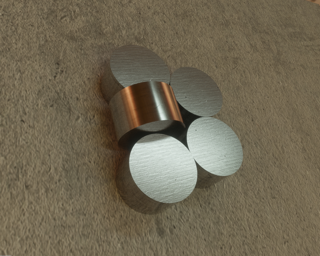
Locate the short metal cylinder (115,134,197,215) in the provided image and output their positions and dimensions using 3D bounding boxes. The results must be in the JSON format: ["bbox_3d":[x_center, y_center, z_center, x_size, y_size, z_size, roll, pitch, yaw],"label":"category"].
[{"bbox_3d":[-0.005,0.053,0.354,0.081,0.050,0.080,13,57,-20],"label":"short metal cylinder"}]

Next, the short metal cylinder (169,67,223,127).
[{"bbox_3d":[0.039,-0.038,0.433,0.081,0.050,0.080,13,57,-21],"label":"short metal cylinder"}]

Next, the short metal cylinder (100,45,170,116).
[{"bbox_3d":[-0.034,-0.062,0.409,0.081,0.050,0.080,13,57,-20],"label":"short metal cylinder"}]

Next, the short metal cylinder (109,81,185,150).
[{"bbox_3d":[-0.016,-0.012,0.369,0.081,0.080,0.050,-3,64,-30],"label":"short metal cylinder"}]

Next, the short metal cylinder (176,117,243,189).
[{"bbox_3d":[0.058,0.032,0.400,0.081,0.050,0.080,13,57,-20],"label":"short metal cylinder"}]
